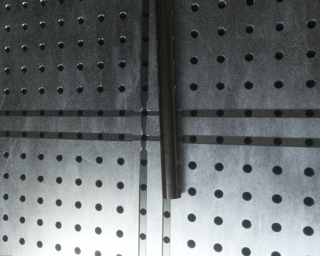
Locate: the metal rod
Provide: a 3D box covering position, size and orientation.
[{"bbox_3d":[0.010,-0.058,0.408,0.025,0.025,0.298,-3,89,19],"label":"metal rod"}]
